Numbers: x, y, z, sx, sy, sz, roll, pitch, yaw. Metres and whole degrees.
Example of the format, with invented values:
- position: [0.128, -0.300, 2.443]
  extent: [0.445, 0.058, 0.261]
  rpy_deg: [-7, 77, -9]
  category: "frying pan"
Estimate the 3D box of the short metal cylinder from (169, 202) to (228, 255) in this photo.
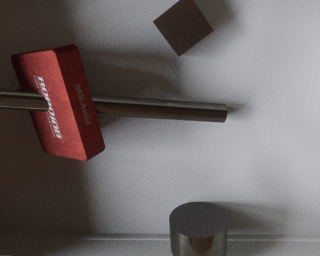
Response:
- position: [0.054, 0.148, 0.438]
  extent: [0.081, 0.080, 0.050]
  rpy_deg: [-3, 110, 1]
  category: "short metal cylinder"

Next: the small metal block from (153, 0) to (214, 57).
- position: [0.027, -0.121, 0.367]
  extent: [0.050, 0.025, 0.050]
  rpy_deg: [-36, 107, 12]
  category: "small metal block"

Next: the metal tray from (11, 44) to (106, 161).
- position: [-0.121, -0.029, 0.371]
  extent: [0.090, 0.030, 0.129]
  rpy_deg: [4, 115, 37]
  category: "metal tray"

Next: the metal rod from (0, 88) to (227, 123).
- position: [-0.065, -0.028, 0.380]
  extent: [0.302, 0.025, 0.025]
  rpy_deg: [3, 110, -10]
  category: "metal rod"
